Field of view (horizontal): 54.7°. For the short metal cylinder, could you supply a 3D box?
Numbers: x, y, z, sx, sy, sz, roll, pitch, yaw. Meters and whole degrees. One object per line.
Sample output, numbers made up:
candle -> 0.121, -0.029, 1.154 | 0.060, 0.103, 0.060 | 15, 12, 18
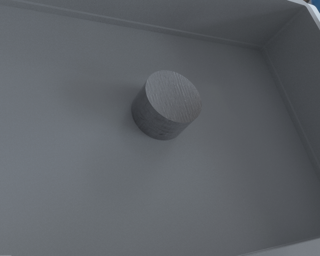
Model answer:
short metal cylinder -> 0.008, -0.030, 0.414 | 0.081, 0.050, 0.080 | 14, 56, -21
